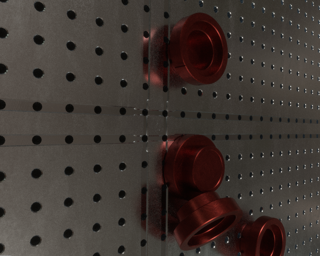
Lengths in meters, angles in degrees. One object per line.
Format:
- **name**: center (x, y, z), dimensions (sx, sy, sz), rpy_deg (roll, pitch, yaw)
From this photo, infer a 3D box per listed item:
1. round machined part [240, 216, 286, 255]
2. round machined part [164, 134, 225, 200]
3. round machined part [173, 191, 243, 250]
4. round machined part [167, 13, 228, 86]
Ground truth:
- **round machined part**: center (0.181, 0.206, 0.554), dimensions (0.099, 0.042, 0.097), rpy_deg (0, 90, -40)
- **round machined part**: center (0.056, 0.058, 0.448), dimensions (0.099, 0.042, 0.097), rpy_deg (0, 90, -40)
- **round machined part**: center (0.062, 0.125, 0.431), dimensions (0.099, 0.042, 0.097), rpy_deg (-21, 144, -16)
- **round machined part**: center (0.050, -0.109, 0.442), dimensions (0.099, 0.042, 0.097), rpy_deg (0, 90, -40)
